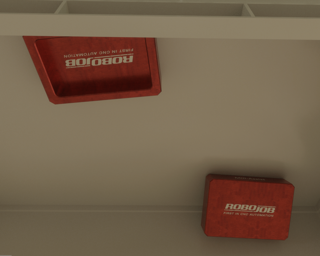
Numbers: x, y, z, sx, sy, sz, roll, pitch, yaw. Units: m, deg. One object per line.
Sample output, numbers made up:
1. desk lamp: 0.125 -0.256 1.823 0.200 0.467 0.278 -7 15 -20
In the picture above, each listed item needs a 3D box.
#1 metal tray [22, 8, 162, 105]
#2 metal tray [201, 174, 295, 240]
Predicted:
1. metal tray: -0.068 -0.075 0.340 0.131 0.030 0.089 -5 130 4
2. metal tray: 0.134 0.122 0.481 0.131 0.030 0.089 4 96 -4
